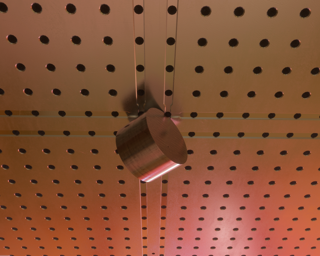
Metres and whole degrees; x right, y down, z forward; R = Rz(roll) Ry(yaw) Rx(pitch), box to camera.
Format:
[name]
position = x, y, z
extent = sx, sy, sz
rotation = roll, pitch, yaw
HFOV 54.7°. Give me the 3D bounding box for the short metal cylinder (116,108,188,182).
[short metal cylinder]
position = -0.009, 0.021, 0.393
extent = 0.050, 0.080, 0.080
rotation = -33, 123, 24
